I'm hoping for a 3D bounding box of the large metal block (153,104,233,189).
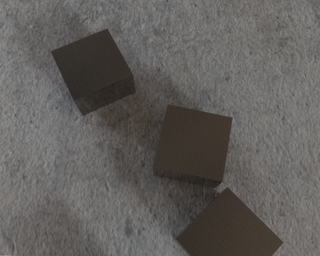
[{"bbox_3d":[0.040,0.024,0.387,0.080,0.050,0.080,12,70,4],"label":"large metal block"}]

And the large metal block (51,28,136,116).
[{"bbox_3d":[-0.088,-0.075,0.421,0.080,0.050,0.080,-26,72,-9],"label":"large metal block"}]

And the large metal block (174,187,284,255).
[{"bbox_3d":[0.073,0.127,0.349,0.080,0.050,0.080,-41,76,-14],"label":"large metal block"}]
